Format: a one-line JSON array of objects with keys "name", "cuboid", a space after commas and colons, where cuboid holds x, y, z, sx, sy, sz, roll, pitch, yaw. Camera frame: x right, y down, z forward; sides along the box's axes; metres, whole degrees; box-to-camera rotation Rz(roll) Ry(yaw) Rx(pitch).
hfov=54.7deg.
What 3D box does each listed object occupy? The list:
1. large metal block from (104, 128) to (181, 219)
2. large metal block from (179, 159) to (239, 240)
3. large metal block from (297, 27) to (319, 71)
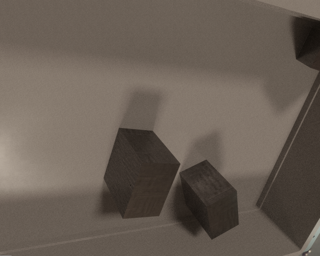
[{"name": "large metal block", "cuboid": [-0.027, 0.056, 0.394, 0.050, 0.080, 0.079, 6, 116, -31]}, {"name": "large metal block", "cuboid": [0.077, 0.111, 0.486, 0.050, 0.080, 0.080, -24, 127, -14]}, {"name": "large metal block", "cuboid": [0.248, -0.100, 0.429, 0.080, 0.080, 0.050, 20, 112, 3]}]
